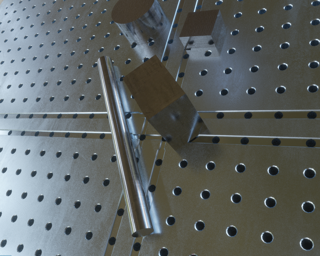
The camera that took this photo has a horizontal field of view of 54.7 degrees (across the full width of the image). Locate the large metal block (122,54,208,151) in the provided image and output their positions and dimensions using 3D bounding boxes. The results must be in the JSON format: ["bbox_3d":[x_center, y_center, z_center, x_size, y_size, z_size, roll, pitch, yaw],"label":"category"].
[{"bbox_3d":[0.007,-0.030,0.387,0.050,0.080,0.080,-35,52,5],"label":"large metal block"}]

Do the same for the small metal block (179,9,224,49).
[{"bbox_3d":[0.063,-0.148,0.465,0.050,0.025,0.050,6,65,30],"label":"small metal block"}]

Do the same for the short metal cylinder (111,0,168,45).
[{"bbox_3d":[-0.034,-0.188,0.524,0.080,0.050,0.080,-13,56,20],"label":"short metal cylinder"}]

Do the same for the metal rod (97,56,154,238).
[{"bbox_3d":[-0.056,0.003,0.434,0.025,0.025,0.299,-27,53,11],"label":"metal rod"}]
